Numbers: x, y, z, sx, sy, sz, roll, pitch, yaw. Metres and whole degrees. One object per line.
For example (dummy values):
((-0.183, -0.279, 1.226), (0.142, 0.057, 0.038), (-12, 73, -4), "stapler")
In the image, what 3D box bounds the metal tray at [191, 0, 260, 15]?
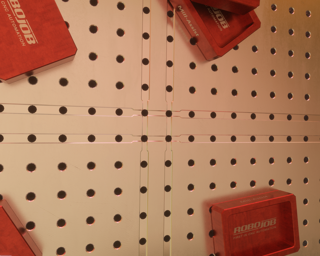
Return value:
((0.091, -0.226, 0.410), (0.091, 0.030, 0.129), (7, 88, -20), "metal tray")

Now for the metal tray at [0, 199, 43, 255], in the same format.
((-0.209, 0.150, 0.333), (0.131, 0.030, 0.090), (-31, 100, -17), "metal tray")

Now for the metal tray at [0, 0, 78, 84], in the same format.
((-0.163, -0.126, 0.350), (0.091, 0.030, 0.130), (-27, 99, -18), "metal tray")

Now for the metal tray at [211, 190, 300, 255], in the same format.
((0.144, 0.150, 0.462), (0.131, 0.030, 0.090), (-7, 92, -20), "metal tray")

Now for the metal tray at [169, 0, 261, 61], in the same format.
((0.073, -0.173, 0.436), (0.090, 0.030, 0.130), (-39, 103, -16), "metal tray")
